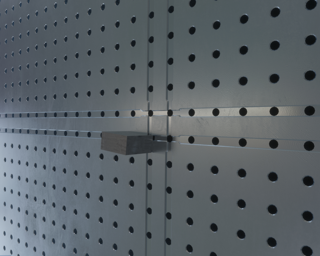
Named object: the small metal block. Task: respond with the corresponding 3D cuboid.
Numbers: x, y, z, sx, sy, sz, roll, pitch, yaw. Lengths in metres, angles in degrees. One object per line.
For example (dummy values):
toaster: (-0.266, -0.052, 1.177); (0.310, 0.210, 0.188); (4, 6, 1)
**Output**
small metal block: (-0.046, 0.020, 0.432); (0.050, 0.050, 0.025); (8, 95, 40)
